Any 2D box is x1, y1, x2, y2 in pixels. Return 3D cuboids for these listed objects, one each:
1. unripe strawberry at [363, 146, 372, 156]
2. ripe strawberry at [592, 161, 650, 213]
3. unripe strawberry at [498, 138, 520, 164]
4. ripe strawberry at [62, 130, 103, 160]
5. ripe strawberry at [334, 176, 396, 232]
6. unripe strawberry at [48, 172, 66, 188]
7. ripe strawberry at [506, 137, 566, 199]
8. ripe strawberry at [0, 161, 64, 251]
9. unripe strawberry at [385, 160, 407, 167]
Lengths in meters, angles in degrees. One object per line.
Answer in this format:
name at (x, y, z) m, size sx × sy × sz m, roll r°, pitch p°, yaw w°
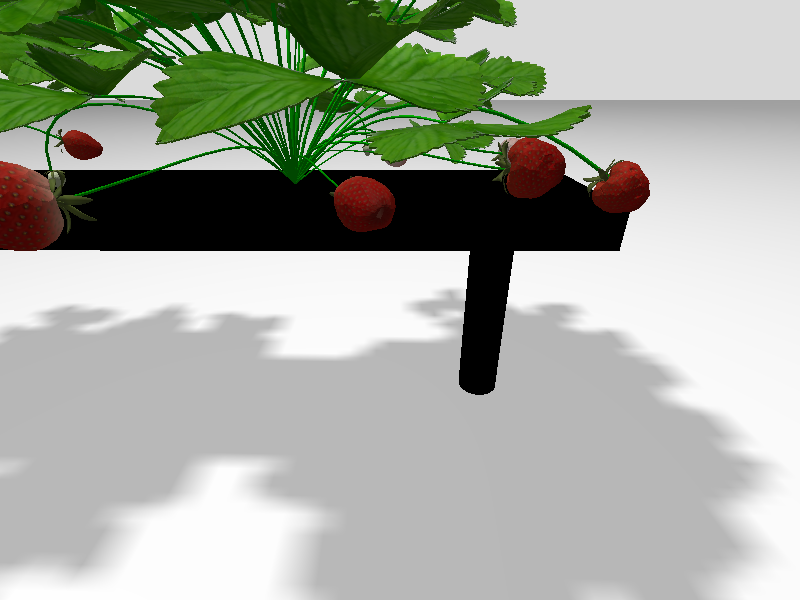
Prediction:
unripe strawberry at (-0.037, -0.171, 0.458) m, size 0.010 × 0.011 × 0.011 m, roll 10°, pitch 30°, yaw 19°
ripe strawberry at (0.140, -0.069, 0.251) m, size 0.031 × 0.032 × 0.028 m, roll 38°, pitch 35°, yaw 3°
unripe strawberry at (0.116, -0.148, 0.403) m, size 0.029 × 0.028 × 0.031 m, roll -9°, pitch 29°, yaw -18°
ripe strawberry at (-0.351, -0.171, 0.444) m, size 0.035 × 0.030 × 0.035 m, roll 5°, pitch 21°, yaw -38°
ripe strawberry at (-0.018, -0.052, 0.220) m, size 0.035 × 0.030 × 0.035 m, roll -14°, pitch 32°, yaw -25°
unripe strawberry at (-0.247, -0.087, 0.288) m, size 0.010 × 0.011 × 0.011 m, roll -9°, pitch 29°, yaw -17°
ripe strawberry at (0.096, -0.093, 0.285) m, size 0.041 × 0.043 × 0.038 m, roll 8°, pitch 29°, yaw 14°
ripe strawberry at (-0.195, -0.044, 0.195) m, size 0.042 × 0.044 × 0.046 m, roll 17°, pitch 33°, yaw 29°
unripe strawberry at (-0.002, -0.157, 0.418) m, size 0.032 × 0.034 × 0.035 m, roll 24°, pitch 36°, yaw 38°
